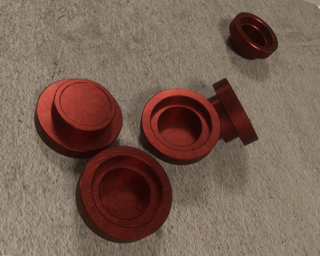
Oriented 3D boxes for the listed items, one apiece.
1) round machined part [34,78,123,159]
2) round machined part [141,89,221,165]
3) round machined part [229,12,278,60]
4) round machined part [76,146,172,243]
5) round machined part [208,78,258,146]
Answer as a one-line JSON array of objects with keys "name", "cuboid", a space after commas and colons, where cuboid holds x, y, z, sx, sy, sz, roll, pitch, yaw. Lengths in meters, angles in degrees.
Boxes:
[{"name": "round machined part", "cuboid": [-0.089, -0.018, 0.356, 0.099, 0.042, 0.098, 14, 56, -21]}, {"name": "round machined part", "cuboid": [0.024, 0.002, 0.395, 0.099, 0.042, 0.098, 4, 63, -7]}, {"name": "round machined part", "cuboid": [0.173, -0.170, 0.593, 0.099, 0.042, 0.098, 14, 56, -21]}, {"name": "round machined part", "cuboid": [-0.040, 0.072, 0.329, 0.099, 0.042, 0.098, 14, 56, -21]}, {"name": "round machined part", "cuboid": [0.096, -0.018, 0.436, 0.098, 0.042, 0.098, 57, 14, -21]}]
